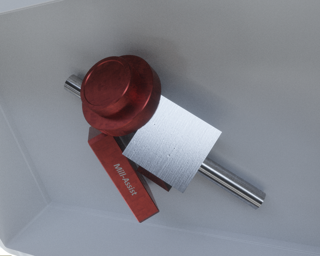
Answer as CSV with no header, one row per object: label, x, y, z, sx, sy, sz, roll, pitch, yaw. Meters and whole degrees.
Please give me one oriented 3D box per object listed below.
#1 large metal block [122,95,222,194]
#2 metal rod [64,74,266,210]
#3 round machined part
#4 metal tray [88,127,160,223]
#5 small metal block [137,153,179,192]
large metal block,0.015,0.020,0.368,0.080,0.050,0.080,32,86,7
metal rod,0.002,0.015,0.414,0.301,0.025,0.025,32,128,7
round machined part,-0.052,-0.043,0.356,0.098,0.098,0.042,-2,158,28
metal tray,-0.051,0.055,0.426,0.030,0.090,0.130,-30,106,-4
small metal block,0.005,0.049,0.417,0.050,0.050,0.025,33,129,6
